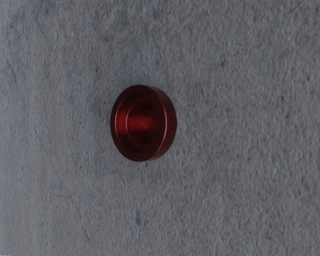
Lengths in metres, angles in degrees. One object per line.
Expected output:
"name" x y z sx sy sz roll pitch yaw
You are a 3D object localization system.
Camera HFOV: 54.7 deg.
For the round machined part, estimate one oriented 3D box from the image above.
"round machined part" -0.017 -0.006 0.406 0.098 0.042 0.097 0 90 39
